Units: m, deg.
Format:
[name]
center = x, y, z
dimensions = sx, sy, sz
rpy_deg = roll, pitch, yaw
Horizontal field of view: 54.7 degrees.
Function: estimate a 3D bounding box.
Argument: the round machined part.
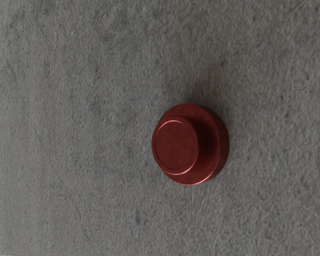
[round machined part]
center = 0.029, 0.020, 0.369
dimensions = 0.098, 0.042, 0.097
rpy_deg = 0, 90, 39
